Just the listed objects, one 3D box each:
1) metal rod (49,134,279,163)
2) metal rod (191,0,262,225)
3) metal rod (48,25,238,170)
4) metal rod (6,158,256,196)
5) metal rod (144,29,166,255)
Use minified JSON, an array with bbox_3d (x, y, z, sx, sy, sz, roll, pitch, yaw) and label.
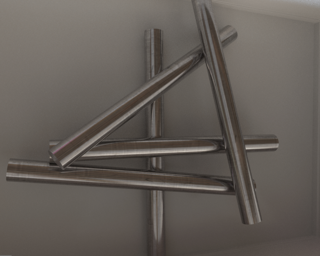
[{"bbox_3d":[0.021,0.023,0.391,0.303,0.025,0.025,-1,91,-21],"label":"metal rod"},{"bbox_3d":[0.083,-0.029,0.393,0.025,0.025,0.298,-12,88,-20],"label":"metal rod"},{"bbox_3d":[-0.001,-0.053,0.381,0.302,0.025,0.025,-39,103,-27],"label":"metal rod"},{"bbox_3d":[-0.019,0.063,0.378,0.302,0.025,0.025,7,88,-17],"label":"metal rod"},{"bbox_3d":[-0.006,0.022,0.409,0.025,0.025,0.298,-1,90,-20],"label":"metal rod"}]
